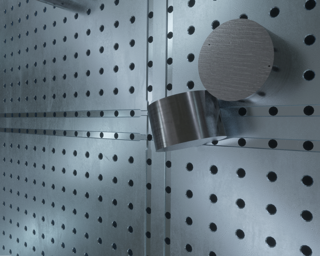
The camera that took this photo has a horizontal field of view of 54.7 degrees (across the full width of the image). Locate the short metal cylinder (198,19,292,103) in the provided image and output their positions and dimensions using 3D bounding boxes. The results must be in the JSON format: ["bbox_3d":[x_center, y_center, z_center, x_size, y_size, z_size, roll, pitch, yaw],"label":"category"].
[{"bbox_3d":[0.087,-0.066,0.321,0.080,0.050,0.079,0,90,40],"label":"short metal cylinder"}]

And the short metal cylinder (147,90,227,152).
[{"bbox_3d":[0.030,-0.006,0.349,0.080,0.081,0.050,-19,78,38],"label":"short metal cylinder"}]

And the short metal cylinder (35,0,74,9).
[{"bbox_3d":[-0.188,-0.259,0.548,0.080,0.050,0.079,0,90,40],"label":"short metal cylinder"}]
